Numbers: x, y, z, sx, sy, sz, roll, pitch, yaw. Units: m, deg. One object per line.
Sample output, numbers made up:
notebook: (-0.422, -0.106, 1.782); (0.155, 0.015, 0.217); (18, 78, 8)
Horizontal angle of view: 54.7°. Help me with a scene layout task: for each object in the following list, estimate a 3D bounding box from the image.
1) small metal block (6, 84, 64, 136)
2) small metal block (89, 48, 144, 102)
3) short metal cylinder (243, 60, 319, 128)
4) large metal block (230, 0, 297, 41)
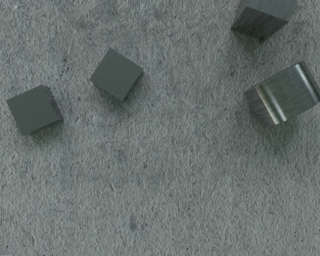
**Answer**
small metal block: (-0.164, -0.023, 0.409); (0.050, 0.025, 0.050); (-24, 90, 0)
small metal block: (-0.056, -0.069, 0.410); (0.050, 0.025, 0.050); (33, 90, 0)
short metal cylinder: (0.151, -0.042, 0.384); (0.080, 0.080, 0.050); (-29, 90, 0)
large metal block: (0.134, -0.164, 0.384); (0.050, 0.080, 0.080); (20, 90, 0)
